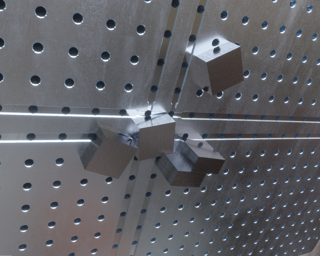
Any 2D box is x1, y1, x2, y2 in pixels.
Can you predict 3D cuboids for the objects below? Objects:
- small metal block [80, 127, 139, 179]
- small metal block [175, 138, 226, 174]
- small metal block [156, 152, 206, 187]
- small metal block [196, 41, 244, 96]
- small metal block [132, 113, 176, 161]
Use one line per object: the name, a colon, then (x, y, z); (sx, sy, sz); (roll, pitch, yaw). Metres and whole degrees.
small metal block: (-0.065, 0.033, 0.396); (0.050, 0.025, 0.050); (24, 105, -37)
small metal block: (0.057, 0.041, 0.451); (0.050, 0.050, 0.025); (10, 113, -33)
small metal block: (0.030, 0.059, 0.447); (0.050, 0.050, 0.025); (10, 113, -33)
small metal block: (0.079, -0.078, 0.406); (0.050, 0.025, 0.050); (-27, 128, -12)
small metal block: (-0.009, 0.012, 0.413); (0.050, 0.025, 0.050); (-11, 123, -23)
